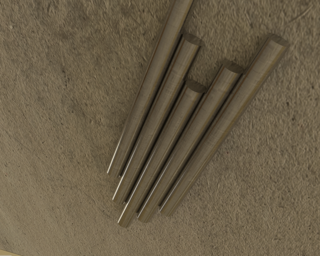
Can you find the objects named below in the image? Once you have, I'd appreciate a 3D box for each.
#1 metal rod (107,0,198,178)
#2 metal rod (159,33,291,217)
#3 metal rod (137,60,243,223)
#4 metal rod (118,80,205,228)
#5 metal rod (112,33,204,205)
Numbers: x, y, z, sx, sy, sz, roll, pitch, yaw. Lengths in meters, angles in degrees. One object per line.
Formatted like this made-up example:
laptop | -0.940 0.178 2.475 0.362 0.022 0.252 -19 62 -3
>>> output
metal rod | -0.020 -0.037 0.395 0.025 0.025 0.298 32 129 7
metal rod | 0.062 0.021 0.387 0.025 0.025 0.298 32 129 7
metal rod | 0.025 0.040 0.418 0.025 0.025 0.298 32 129 7
metal rod | -0.010 0.057 0.448 0.025 0.025 0.298 32 128 7
metal rod | -0.016 0.011 0.422 0.025 0.025 0.298 32 128 7
